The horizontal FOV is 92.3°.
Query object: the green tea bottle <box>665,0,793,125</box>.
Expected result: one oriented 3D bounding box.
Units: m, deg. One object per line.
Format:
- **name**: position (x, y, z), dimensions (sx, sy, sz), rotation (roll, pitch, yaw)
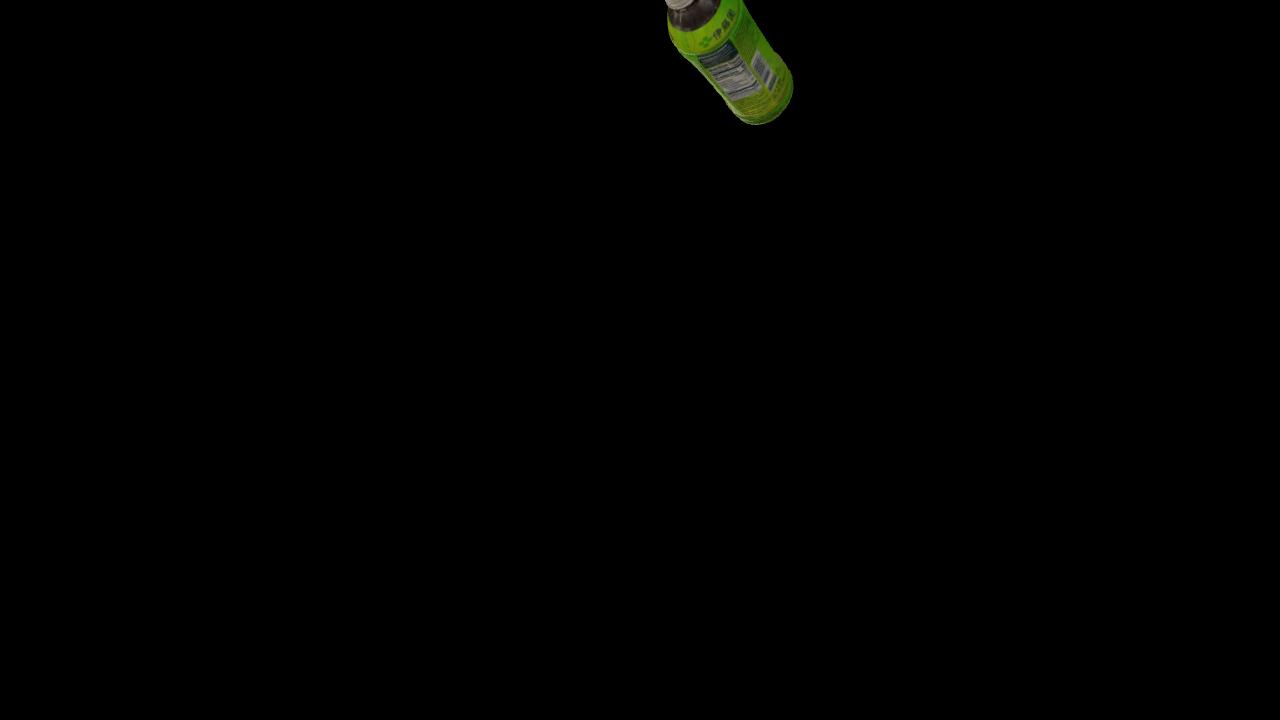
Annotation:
- **green tea bottle**: position (0.079, -0.293, 0.569), dimensions (0.073, 0.073, 0.212), rotation (0, -5, 30)
